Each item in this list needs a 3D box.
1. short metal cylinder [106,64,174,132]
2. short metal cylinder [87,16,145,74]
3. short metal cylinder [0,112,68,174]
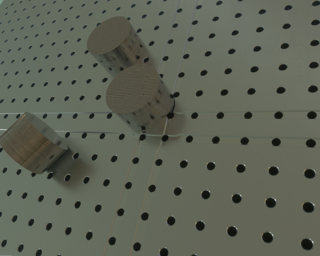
[{"bbox_3d":[-0.027,-0.042,0.431,0.080,0.050,0.080,-13,56,20],"label":"short metal cylinder"},{"bbox_3d":[-0.072,-0.136,0.512,0.080,0.050,0.080,-13,56,20],"label":"short metal cylinder"},{"bbox_3d":[-0.183,0.022,0.453,0.050,0.080,0.080,-46,51,-4],"label":"short metal cylinder"}]
